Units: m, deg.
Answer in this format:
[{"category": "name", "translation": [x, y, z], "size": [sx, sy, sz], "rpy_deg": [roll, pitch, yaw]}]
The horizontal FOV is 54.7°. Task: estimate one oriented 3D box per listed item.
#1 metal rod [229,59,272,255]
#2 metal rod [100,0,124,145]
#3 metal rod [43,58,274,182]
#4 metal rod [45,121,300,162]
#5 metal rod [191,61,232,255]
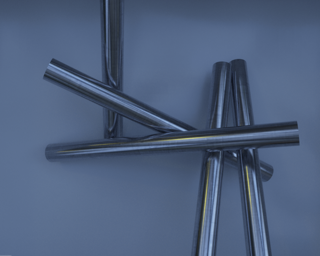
[{"category": "metal rod", "translation": [0.102, 0.051, 0.353], "size": [0.025, 0.025, 0.299], "rpy_deg": [1, 65, 0]}, {"category": "metal rod", "translation": [-0.052, -0.099, 0.339], "size": [0.025, 0.025, 0.298], "rpy_deg": [4, 120, -1]}, {"category": "metal rod", "translation": [0.013, -0.001, 0.370], "size": [0.302, 0.025, 0.025], "rpy_deg": [25, 90, -17]}, {"category": "metal rod", "translation": [-0.004, 0.019, 0.357], "size": [0.301, 0.025, 0.025], "rpy_deg": [-6, 90, 21]}, {"category": "metal rod", "translation": [0.057, 0.058, 0.343], "size": [0.025, 0.025, 0.299], "rpy_deg": [10, 68, 0]}]
